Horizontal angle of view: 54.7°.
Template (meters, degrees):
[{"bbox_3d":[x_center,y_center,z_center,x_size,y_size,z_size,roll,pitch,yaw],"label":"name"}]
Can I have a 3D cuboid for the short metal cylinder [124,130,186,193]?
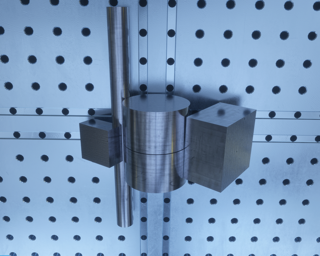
[{"bbox_3d":[-0.005,0.040,0.394,0.081,0.080,0.050,1,110,-1],"label":"short metal cylinder"}]

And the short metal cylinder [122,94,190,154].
[{"bbox_3d":[-0.005,-0.007,0.377,0.081,0.080,0.050,1,110,-1],"label":"short metal cylinder"}]

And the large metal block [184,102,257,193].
[{"bbox_3d":[0.074,0.020,0.380,0.050,0.081,0.079,16,115,35],"label":"large metal block"}]

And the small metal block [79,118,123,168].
[{"bbox_3d":[-0.077,0.019,0.403,0.050,0.025,0.050,13,113,32],"label":"small metal block"}]

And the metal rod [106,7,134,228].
[{"bbox_3d":[-0.050,0.000,0.408,0.025,0.025,0.298,0,110,0],"label":"metal rod"}]
